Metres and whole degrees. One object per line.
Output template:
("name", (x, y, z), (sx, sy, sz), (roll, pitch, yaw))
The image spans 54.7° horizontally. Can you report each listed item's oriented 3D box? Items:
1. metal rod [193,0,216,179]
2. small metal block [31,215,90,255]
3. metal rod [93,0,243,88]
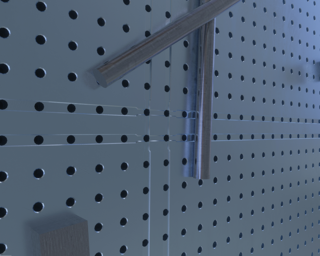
("metal rod", (0.068, -0.074, 0.465), (0.025, 0.025, 0.298), (4, 88, -40))
("small metal block", (-0.103, 0.125, 0.323), (0.050, 0.025, 0.050), (-5, 94, -40))
("metal rod", (0.038, -0.141, 0.417), (0.302, 0.025, 0.025), (-38, 114, -26))
